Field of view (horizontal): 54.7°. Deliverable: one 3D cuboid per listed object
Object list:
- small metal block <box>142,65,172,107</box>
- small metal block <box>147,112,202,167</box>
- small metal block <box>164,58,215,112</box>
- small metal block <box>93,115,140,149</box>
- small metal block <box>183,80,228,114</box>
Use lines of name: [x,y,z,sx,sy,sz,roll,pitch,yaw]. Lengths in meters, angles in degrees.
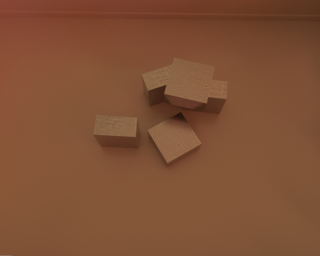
small metal block: [0.005,-0.057,0.417,0.050,0.050,0.025,-19,71,-7]
small metal block: [0.018,0.015,0.404,0.050,0.025,0.050,-29,73,-10]
small metal block: [0.035,-0.052,0.376,0.050,0.025,0.050,13,71,4]
small metal block: [-0.053,0.006,0.394,0.050,0.050,0.025,3,70,1]
small metal block: [0.059,-0.042,0.412,0.050,0.050,0.025,7,71,2]
